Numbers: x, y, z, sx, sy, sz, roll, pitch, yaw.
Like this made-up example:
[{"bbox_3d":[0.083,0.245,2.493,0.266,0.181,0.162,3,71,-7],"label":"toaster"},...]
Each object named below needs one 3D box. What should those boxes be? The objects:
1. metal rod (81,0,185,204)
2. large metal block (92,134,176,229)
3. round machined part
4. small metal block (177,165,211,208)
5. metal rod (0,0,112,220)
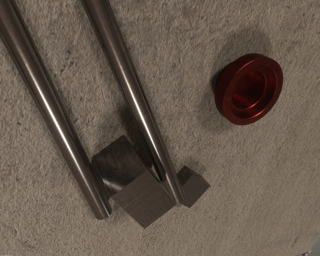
[{"bbox_3d":[-0.020,-0.014,0.374,0.025,0.025,0.299,-29,124,-11],"label":"metal rod"},{"bbox_3d":[-0.033,0.068,0.396,0.050,0.080,0.080,-37,130,-4],"label":"large metal block"},{"bbox_3d":[0.117,-0.056,0.427,0.099,0.042,0.097,-14,125,-21],"label":"round machined part"},{"bbox_3d":[0.043,0.094,0.491,0.050,0.025,0.050,-49,129,6],"label":"small metal block"},{"bbox_3d":[-0.110,0.003,0.349,0.025,0.025,0.298,-25,128,-14],"label":"metal rod"}]
